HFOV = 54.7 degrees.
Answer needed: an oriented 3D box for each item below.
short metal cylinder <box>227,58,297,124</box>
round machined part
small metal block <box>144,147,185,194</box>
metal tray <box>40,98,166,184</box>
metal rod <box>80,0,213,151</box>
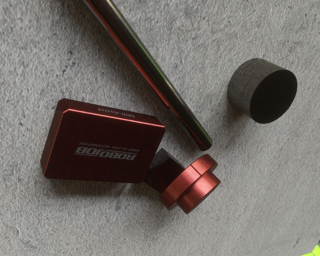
[{"bbox_3d":[0.143,-0.053,0.437,0.081,0.050,0.079,-14,124,-21],"label":"short metal cylinder"},{"bbox_3d":[0.049,0.086,0.446,0.098,0.042,0.098,-39,162,-15],"label":"round machined part"},{"bbox_3d":[0.005,0.064,0.450,0.050,0.025,0.050,-45,129,3],"label":"small metal block"},{"bbox_3d":[-0.067,0.021,0.380,0.131,0.030,0.089,10,113,-33],"label":"metal tray"},{"bbox_3d":[-0.010,-0.063,0.362,0.025,0.025,0.300,-41,130,0],"label":"metal rod"}]
